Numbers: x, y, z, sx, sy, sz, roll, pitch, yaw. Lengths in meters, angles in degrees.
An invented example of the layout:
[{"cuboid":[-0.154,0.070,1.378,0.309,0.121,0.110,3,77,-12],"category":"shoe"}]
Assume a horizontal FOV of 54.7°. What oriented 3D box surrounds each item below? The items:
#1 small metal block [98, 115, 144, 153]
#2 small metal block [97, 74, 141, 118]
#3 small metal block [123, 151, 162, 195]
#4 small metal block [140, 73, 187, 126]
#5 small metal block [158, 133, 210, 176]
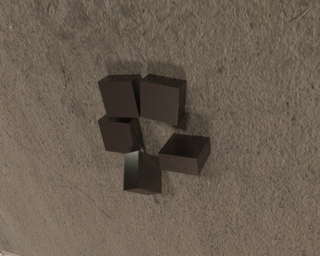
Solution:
[{"cuboid":[-0.055,0.008,0.439,0.050,0.025,0.050,5,121,25],"category":"small metal block"},{"cuboid":[-0.048,-0.042,0.405,0.050,0.025,0.050,3,120,26],"category":"small metal block"},{"cuboid":[-0.023,0.063,0.427,0.025,0.050,0.050,-17,153,34],"category":"small metal block"},{"cuboid":[0.004,-0.035,0.382,0.050,0.025,0.050,14,124,20],"category":"small metal block"},{"cuboid":[0.032,0.032,0.393,0.050,0.050,0.025,6,121,25],"category":"small metal block"}]
